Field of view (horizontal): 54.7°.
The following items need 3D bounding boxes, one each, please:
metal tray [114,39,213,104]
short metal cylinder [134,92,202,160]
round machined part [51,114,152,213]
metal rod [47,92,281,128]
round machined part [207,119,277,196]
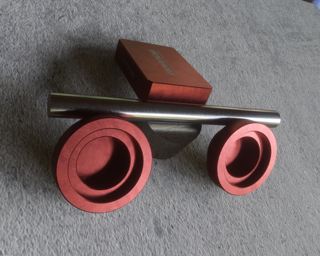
[{"bbox_3d":[0.000,-0.075,0.415,0.091,0.030,0.130,2,35,-28],"label":"metal tray"},{"bbox_3d":[0.006,-0.005,0.398,0.081,0.050,0.080,14,56,-21],"label":"short metal cylinder"},{"bbox_3d":[-0.061,0.034,0.321,0.099,0.042,0.097,-6,103,-28],"label":"round machined part"},{"bbox_3d":[0.027,-0.018,0.369,0.303,0.025,0.025,2,61,-28],"label":"metal rod"},{"bbox_3d":[0.102,0.035,0.407,0.099,0.042,0.097,-8,108,-26],"label":"round machined part"}]
